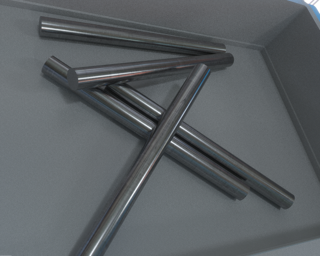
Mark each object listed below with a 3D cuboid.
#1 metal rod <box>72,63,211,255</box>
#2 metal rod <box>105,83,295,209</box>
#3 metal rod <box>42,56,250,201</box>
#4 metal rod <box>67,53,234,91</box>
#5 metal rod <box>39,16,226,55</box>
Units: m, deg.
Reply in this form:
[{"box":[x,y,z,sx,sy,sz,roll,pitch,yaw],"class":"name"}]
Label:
[{"box":[-0.009,0.028,0.358,0.025,0.025,0.301,36,59,-5],"class":"metal rod"},{"box":[0.058,0.023,0.424,0.301,0.025,0.025,33,51,-7],"class":"metal rod"},{"box":[-0.013,0.004,0.397,0.301,0.025,0.025,33,51,-7],"class":"metal rod"},{"box":[0.011,-0.087,0.446,0.302,0.025,0.025,-17,71,-41],"class":"metal rod"},{"box":[-0.023,-0.135,0.476,0.303,0.025,0.025,-1,62,-29],"class":"metal rod"}]
